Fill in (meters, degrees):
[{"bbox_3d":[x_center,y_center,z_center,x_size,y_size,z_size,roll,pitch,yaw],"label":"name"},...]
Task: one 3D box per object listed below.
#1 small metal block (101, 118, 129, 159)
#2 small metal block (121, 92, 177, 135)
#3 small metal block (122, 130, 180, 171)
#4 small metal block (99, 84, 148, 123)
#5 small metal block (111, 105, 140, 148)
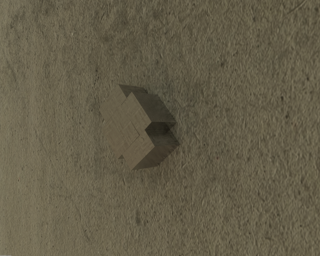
[{"bbox_3d":[-0.044,0.013,0.423,0.025,0.050,0.050,-47,62,30],"label":"small metal block"},{"bbox_3d":[-0.014,-0.018,0.399,0.025,0.050,0.050,-48,62,29],"label":"small metal block"},{"bbox_3d":[-0.011,0.027,0.397,0.050,0.050,0.025,-46,63,30],"label":"small metal block"},{"bbox_3d":[-0.047,-0.032,0.426,0.050,0.050,0.025,-46,63,30],"label":"small metal block"},{"bbox_3d":[-0.029,-0.003,0.411,0.025,0.050,0.050,-47,62,30],"label":"small metal block"}]
